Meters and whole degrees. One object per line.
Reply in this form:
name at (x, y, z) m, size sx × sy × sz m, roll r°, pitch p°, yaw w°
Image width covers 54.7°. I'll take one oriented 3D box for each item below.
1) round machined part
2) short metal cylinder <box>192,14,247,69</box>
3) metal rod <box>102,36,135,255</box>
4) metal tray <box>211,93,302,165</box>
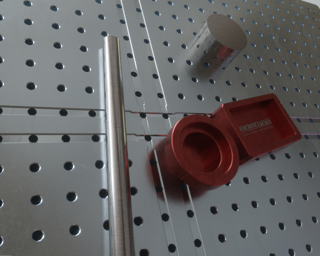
round machined part at (0.050, 0.035, 0.403) m, size 0.099 × 0.042 × 0.098 m, roll 14°, pitch 56°, yaw -21°
short metal cylinder at (0.103, -0.151, 0.539) m, size 0.081 × 0.050 × 0.080 m, roll 14°, pitch 56°, yaw -21°
metal rod at (-0.053, 0.007, 0.374) m, size 0.025 × 0.025 × 0.299 m, roll 7°, pitch 59°, yaw -25°
metal tray at (0.154, -0.003, 0.489) m, size 0.131 × 0.030 × 0.090 m, roll -14°, pitch 69°, yaw -34°
